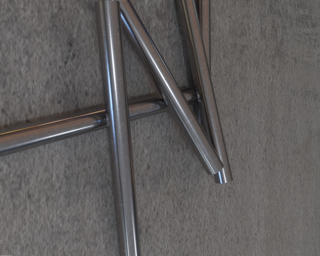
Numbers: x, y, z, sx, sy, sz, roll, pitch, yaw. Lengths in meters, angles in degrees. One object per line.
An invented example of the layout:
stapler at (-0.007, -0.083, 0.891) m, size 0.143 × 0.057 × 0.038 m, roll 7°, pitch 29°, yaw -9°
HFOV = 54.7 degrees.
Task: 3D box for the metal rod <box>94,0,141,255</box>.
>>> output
metal rod at (-0.044, 0.020, 0.341) m, size 0.025 × 0.025 × 0.298 m, roll -15°, pitch 109°, yaw -39°

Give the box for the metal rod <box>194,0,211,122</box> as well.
metal rod at (0.063, -0.134, 0.459) m, size 0.025 × 0.025 × 0.298 m, roll -1°, pitch 91°, yaw -40°

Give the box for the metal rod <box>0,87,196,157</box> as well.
metal rod at (-0.070, -0.010, 0.347) m, size 0.302 × 0.025 × 0.025 m, roll -17°, pitch 101°, yaw -39°

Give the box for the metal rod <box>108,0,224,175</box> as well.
metal rod at (-0.001, -0.069, 0.378) m, size 0.025 × 0.025 × 0.299 m, roll -41°, pitch 107°, yaw -33°

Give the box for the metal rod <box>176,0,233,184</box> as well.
metal rod at (0.059, -0.071, 0.433) m, size 0.025 × 0.025 × 0.298 m, roll -14°, pitch 92°, yaw -40°
